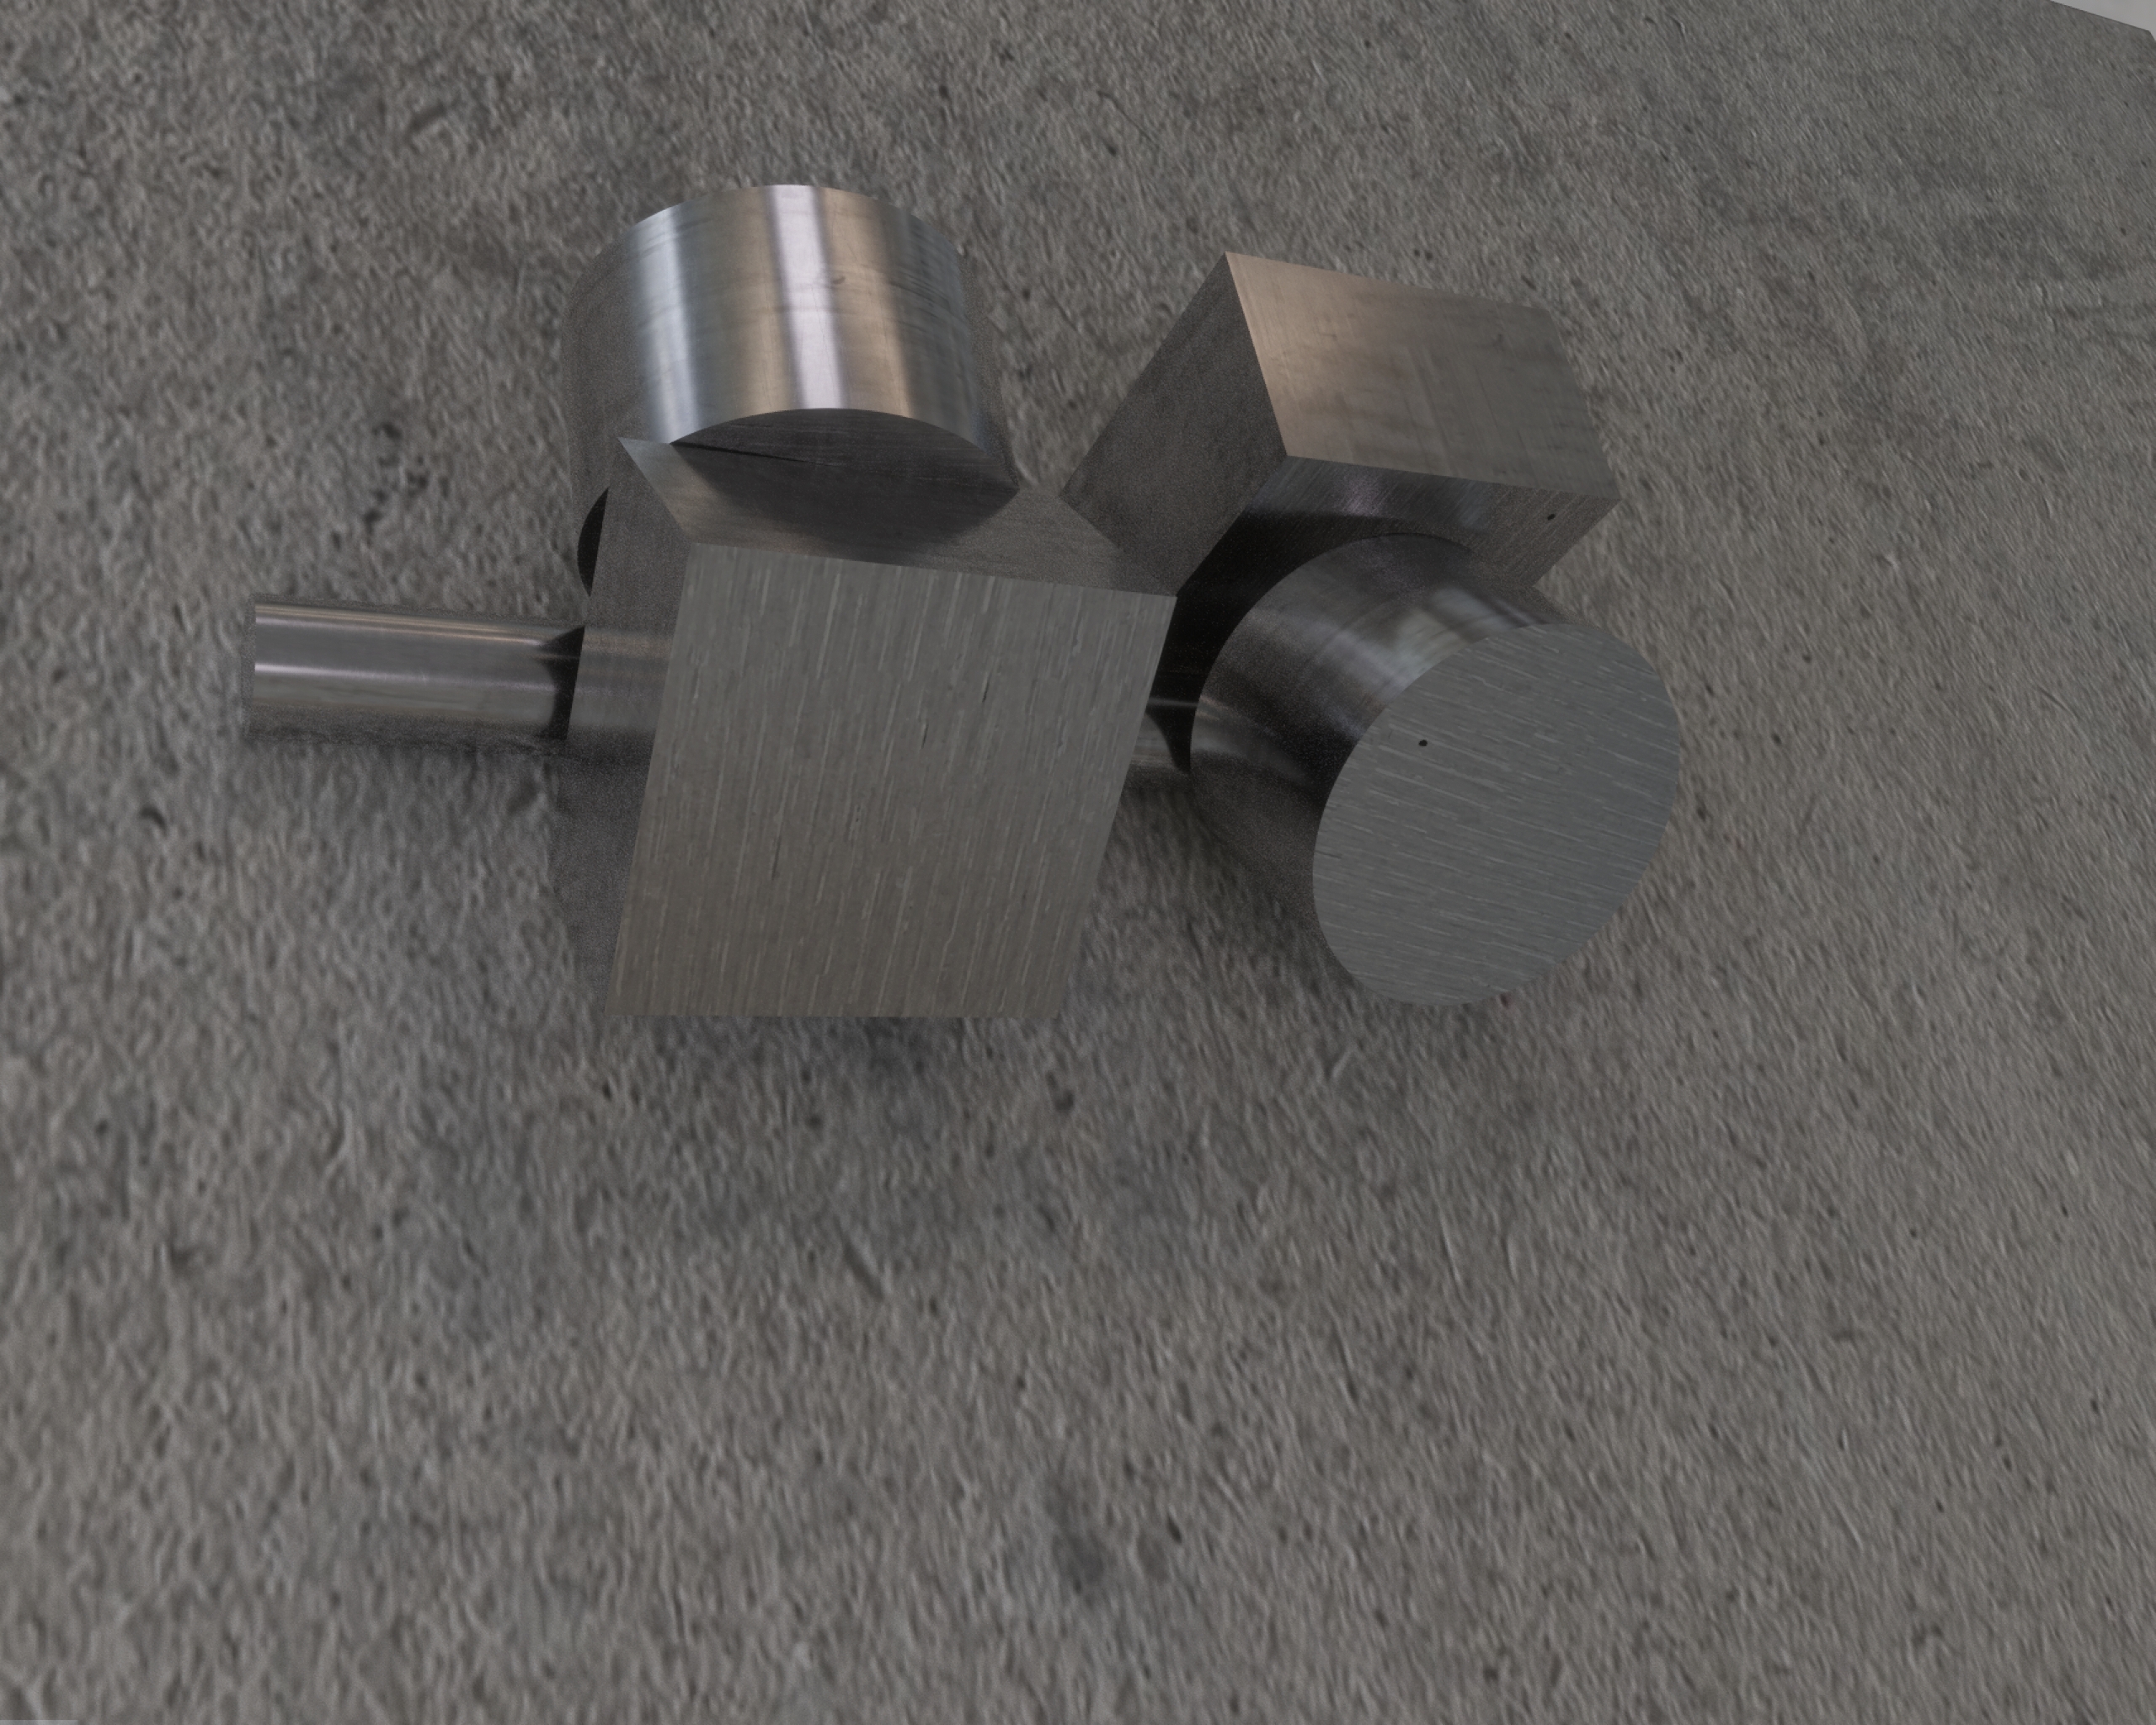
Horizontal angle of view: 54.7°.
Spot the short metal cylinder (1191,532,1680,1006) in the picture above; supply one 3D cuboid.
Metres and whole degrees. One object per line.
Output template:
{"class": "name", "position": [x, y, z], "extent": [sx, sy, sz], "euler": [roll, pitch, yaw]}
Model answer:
{"class": "short metal cylinder", "position": [0.069, -0.019, 0.411], "extent": [0.081, 0.079, 0.050], "euler": [2, 26, -27]}

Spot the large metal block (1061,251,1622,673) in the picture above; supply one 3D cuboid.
{"class": "large metal block", "position": [0.053, -0.078, 0.445], "extent": [0.081, 0.080, 0.050], "euler": [1, 61, -28]}

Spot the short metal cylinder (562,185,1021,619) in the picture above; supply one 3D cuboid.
{"class": "short metal cylinder", "position": [-0.053, -0.078, 0.388], "extent": [0.081, 0.080, 0.050], "euler": [3, 60, -27]}

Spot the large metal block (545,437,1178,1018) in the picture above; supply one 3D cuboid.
{"class": "large metal block", "position": [-0.039, -0.021, 0.354], "extent": [0.081, 0.079, 0.050], "euler": [3, 26, -27]}

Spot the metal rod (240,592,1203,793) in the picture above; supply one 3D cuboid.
{"class": "metal rod", "position": [-0.006, -0.028, 0.421], "extent": [0.303, 0.025, 0.025], "euler": [2, 61, -27]}
